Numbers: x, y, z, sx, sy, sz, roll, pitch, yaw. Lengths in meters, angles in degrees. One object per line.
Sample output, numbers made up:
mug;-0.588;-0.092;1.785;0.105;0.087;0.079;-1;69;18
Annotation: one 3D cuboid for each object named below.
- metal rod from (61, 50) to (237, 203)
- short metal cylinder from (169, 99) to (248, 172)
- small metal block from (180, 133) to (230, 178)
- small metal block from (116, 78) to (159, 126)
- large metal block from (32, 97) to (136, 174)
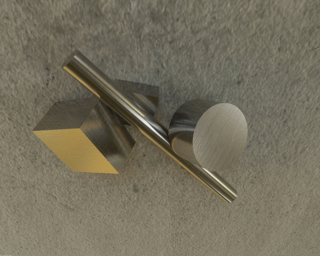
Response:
metal rod;0.006;0.015;0.389;0.025;0.025;0.300;-34;123;25
short metal cylinder;0.058;0.007;0.373;0.081;0.050;0.079;-6;103;-29
small metal block;0.063;0.040;0.445;0.050;0.025;0.050;19;128;-16
small metal block;-0.031;-0.029;0.384;0.050;0.025;0.050;9;130;-9
large metal block;-0.090;0.011;0.379;0.080;0.050;0.080;-3;136;33
